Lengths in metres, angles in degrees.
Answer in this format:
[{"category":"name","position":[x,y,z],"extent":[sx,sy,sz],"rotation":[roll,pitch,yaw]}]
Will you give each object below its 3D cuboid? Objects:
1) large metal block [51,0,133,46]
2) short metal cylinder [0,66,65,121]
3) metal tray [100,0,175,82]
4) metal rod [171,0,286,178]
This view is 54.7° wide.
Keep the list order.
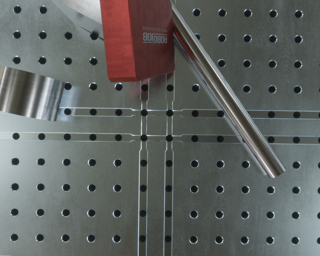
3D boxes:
[{"category":"large metal block","position":[-0.076,-0.149,0.380],"extent":[0.080,0.080,0.050],"rotation":[30,90,8]},{"category":"short metal cylinder","position":[-0.164,-0.042,0.384],"extent":[0.080,0.080,0.050],"rotation":[13,90,0]},{"category":"metal tray","position":[-0.018,-0.104,0.351],"extent":[0.030,0.131,0.089],"rotation":[1,105,20]},{"category":"metal rod","position":[0.073,-0.064,0.413],"extent":[0.025,0.025,0.299],"rotation":[-34,90,0]}]
